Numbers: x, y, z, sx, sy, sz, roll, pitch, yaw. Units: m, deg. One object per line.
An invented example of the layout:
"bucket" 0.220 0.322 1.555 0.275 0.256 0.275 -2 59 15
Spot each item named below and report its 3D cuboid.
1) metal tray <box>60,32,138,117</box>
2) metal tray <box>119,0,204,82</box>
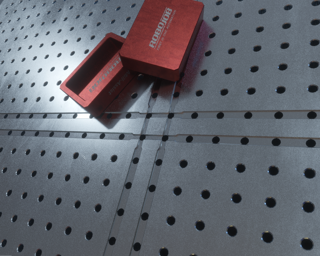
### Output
"metal tray" -0.092 -0.090 0.506 0.090 0.030 0.130 34 80 38
"metal tray" 0.005 -0.141 0.467 0.090 0.030 0.130 17 69 10
